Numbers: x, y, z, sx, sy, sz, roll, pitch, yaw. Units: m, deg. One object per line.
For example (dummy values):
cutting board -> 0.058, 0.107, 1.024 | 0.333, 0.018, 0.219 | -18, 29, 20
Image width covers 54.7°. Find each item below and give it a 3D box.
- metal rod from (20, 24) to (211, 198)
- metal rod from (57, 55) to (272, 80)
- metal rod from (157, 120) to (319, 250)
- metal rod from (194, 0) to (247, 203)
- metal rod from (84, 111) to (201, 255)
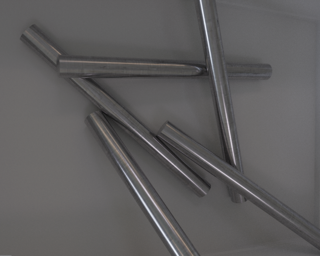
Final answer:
metal rod -> -0.045, -0.011, 0.393 | 0.300, 0.025, 0.025 | 43, 77, -15
metal rod -> 0.025, -0.076, 0.404 | 0.303, 0.025, 0.025 | -4, 92, -25
metal rod -> 0.124, 0.086, 0.421 | 0.301, 0.025, 0.025 | 35, 79, -9
metal rod -> 0.083, -0.035, 0.411 | 0.025, 0.025, 0.298 | -20, 108, -19
metal rod -> 0.003, 0.101, 0.337 | 0.025, 0.025, 0.299 | -31, 71, -17
